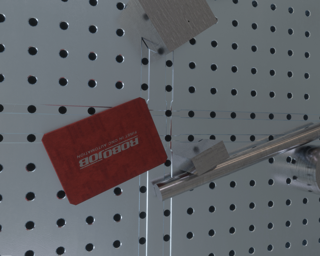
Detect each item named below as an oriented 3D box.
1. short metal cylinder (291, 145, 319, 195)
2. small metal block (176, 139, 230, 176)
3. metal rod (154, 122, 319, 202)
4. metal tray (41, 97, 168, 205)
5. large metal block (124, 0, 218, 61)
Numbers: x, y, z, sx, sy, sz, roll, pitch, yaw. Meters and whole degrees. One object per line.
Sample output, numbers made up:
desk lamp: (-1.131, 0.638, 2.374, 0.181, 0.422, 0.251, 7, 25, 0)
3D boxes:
short metal cylinder: (0.259, 0.067, 0.495, 0.081, 0.050, 0.080, 0, 90, -20)
small metal block: (0.057, 0.038, 0.420, 0.050, 0.050, 0.025, -28, 99, -18)
metal rod: (0.134, 0.044, 0.461, 0.302, 0.025, 0.025, -17, 96, -19)
metal tray: (-0.066, 0.026, 0.386, 0.131, 0.030, 0.090, -24, 98, -19)
large metal block: (0.014, -0.147, 0.404, 0.080, 0.050, 0.080, -36, 102, -16)
